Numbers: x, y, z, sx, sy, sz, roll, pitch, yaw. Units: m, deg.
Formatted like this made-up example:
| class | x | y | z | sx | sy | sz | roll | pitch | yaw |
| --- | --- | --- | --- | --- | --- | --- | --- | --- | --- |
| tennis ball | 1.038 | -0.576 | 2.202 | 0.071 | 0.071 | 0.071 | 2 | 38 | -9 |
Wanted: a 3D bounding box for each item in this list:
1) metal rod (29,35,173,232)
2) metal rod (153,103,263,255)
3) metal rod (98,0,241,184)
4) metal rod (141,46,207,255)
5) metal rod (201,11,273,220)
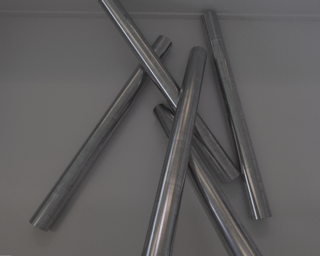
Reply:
| class | x | y | z | sx | sy | sz | roll | pitch | yaw |
| --- | --- | --- | --- | --- | --- | --- | --- | --- | --- |
| metal rod | -0.068 | -0.006 | 0.410 | 0.025 | 0.025 | 0.300 | 29 | 72 | 10 |
| metal rod | 0.050 | 0.066 | 0.309 | 0.025 | 0.025 | 0.300 | -20 | 42 | -7 |
| metal rod | 0.007 | -0.059 | 0.409 | 0.025 | 0.025 | 0.299 | -32 | 81 | -11 |
| metal rod | 0.024 | 0.007 | 0.341 | 0.025 | 0.025 | 0.300 | 12 | 50 | 4 |
| metal rod | 0.098 | -0.030 | 0.421 | 0.025 | 0.025 | 0.299 | -9 | 70 | -3 |
